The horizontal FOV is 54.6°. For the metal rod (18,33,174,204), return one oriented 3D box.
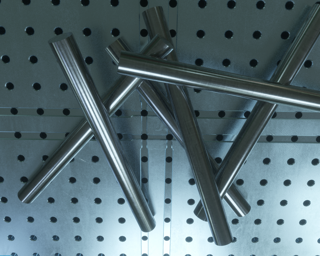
[{"bbox_3d":[-0.094,0.002,0.394,0.025,0.025,0.299,40,112,-14],"label":"metal rod"}]

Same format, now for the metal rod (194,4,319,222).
[{"bbox_3d":[0.124,-0.010,0.394,0.025,0.025,0.299,26,102,-9],"label":"metal rod"}]

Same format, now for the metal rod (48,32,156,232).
[{"bbox_3d":[-0.058,0.029,0.385,0.025,0.025,0.299,-15,124,5],"label":"metal rod"}]

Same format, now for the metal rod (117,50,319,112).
[{"bbox_3d":[0.104,-0.045,0.352,0.302,0.025,0.025,9,110,-11],"label":"metal rod"}]

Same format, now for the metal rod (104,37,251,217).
[{"bbox_3d":[0.033,0.010,0.417,0.025,0.025,0.300,-35,107,12],"label":"metal rod"}]

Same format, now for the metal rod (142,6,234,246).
[{"bbox_3d":[0.036,0.003,0.381,0.025,0.025,0.299,-17,97,6],"label":"metal rod"}]
